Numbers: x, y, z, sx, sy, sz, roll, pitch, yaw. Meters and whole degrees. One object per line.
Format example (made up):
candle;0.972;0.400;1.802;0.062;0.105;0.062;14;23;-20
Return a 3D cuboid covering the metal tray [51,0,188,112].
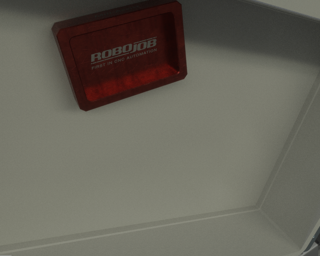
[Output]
metal tray;-0.037;-0.081;0.336;0.131;0.030;0.089;-21;127;-17
